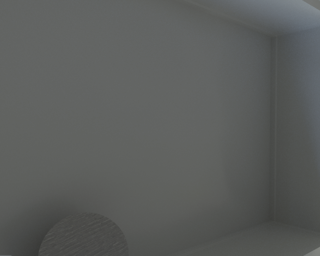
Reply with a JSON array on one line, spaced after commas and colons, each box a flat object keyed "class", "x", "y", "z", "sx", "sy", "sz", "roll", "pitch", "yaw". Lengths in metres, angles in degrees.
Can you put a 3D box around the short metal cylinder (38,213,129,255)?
[{"class": "short metal cylinder", "x": -0.075, "y": 0.130, "z": 0.301, "sx": 0.081, "sy": 0.050, "sz": 0.080, "roll": 9, "pitch": 50, "yaw": -11}]
